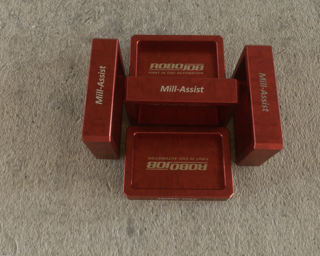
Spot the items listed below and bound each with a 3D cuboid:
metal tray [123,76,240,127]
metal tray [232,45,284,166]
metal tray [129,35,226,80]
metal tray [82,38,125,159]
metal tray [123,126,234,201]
[{"bbox_3d":[0.025,-0.029,0.387,0.131,0.090,0.030,1,72,0],"label":"metal tray"},{"bbox_3d":[0.115,-0.025,0.384,0.030,0.090,0.130,1,70,1],"label":"metal tray"},{"bbox_3d":[0.024,-0.085,0.438,0.131,0.030,0.090,0,73,0],"label":"metal tray"},{"bbox_3d":[-0.066,-0.033,0.387,0.030,0.090,0.130,1,71,0],"label":"metal tray"},{"bbox_3d":[0.022,0.044,0.392,0.131,0.030,0.090,1,69,0],"label":"metal tray"}]
